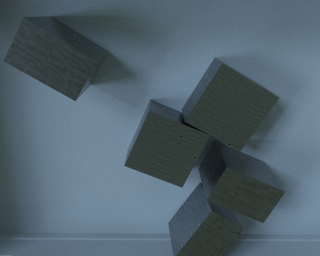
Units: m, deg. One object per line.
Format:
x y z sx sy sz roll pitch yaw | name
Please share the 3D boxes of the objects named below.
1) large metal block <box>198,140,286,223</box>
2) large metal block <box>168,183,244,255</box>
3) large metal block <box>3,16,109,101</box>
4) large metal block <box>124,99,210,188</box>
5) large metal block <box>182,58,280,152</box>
0.103 0.068 0.409 0.080 0.080 0.050 24 108 -9 | large metal block
0.059 0.136 0.429 0.050 0.080 0.080 34 100 -12 | large metal block
-0.111 -0.081 0.350 0.080 0.080 0.050 30 107 -11 | large metal block
0.008 0.020 0.405 0.080 0.050 0.079 22 109 -9 | large metal block
0.084 -0.030 0.388 0.080 0.050 0.080 28 107 -11 | large metal block
